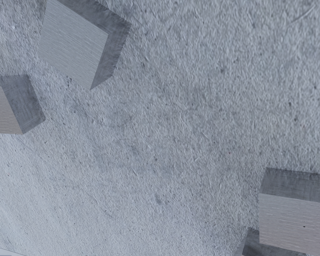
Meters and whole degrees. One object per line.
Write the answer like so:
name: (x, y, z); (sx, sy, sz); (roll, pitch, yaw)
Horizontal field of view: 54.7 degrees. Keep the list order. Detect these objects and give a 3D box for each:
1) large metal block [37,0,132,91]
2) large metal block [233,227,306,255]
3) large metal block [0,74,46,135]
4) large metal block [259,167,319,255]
large metal block: (-0.092, -0.106, 0.374); (0.080, 0.050, 0.079); (34, 129, 5)
large metal block: (0.147, 0.200, 0.437); (0.080, 0.050, 0.079); (23, 127, 14)
large metal block: (-0.243, -0.038, 0.496); (0.080, 0.050, 0.080); (2, 119, 27)
large metal block: (0.163, 0.098, 0.366); (0.080, 0.050, 0.079); (5, 121, 26)
